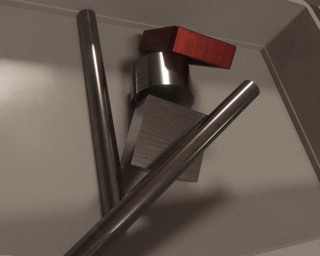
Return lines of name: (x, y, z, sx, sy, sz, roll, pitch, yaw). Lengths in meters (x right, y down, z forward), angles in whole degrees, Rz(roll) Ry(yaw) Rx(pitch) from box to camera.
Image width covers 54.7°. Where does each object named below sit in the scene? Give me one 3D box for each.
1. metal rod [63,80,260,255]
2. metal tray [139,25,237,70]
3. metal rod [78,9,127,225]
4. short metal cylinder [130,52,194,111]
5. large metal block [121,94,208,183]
metal rod: (0.007, 0.046, 0.323, 0.301, 0.025, 0.025, -42, 86, -21)
metal tray: (0.033, -0.112, 0.435, 0.091, 0.130, 0.030, 11, 100, -23)
metal rod: (-0.075, -0.031, 0.385, 0.025, 0.025, 0.299, 1, 61, -28)
short metal cylinder: (0.002, -0.053, 0.405, 0.081, 0.080, 0.050, 9, 58, -24)
large metal block: (0.006, 0.015, 0.368, 0.081, 0.050, 0.080, 18, 76, -18)
